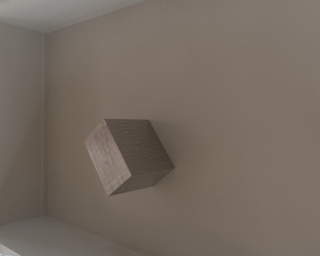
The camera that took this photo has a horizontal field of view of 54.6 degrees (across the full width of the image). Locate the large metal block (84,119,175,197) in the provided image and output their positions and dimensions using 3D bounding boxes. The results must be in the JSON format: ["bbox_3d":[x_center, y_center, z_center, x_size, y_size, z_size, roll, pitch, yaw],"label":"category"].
[{"bbox_3d":[-0.039,0.035,0.405,0.050,0.081,0.080,-44,64,31],"label":"large metal block"}]
